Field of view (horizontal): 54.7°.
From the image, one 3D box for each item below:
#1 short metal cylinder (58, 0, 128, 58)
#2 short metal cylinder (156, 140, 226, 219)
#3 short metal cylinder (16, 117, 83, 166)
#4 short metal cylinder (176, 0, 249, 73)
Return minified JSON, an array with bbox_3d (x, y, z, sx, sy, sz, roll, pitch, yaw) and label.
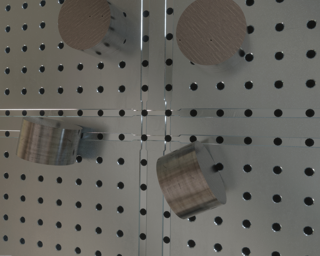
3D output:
[{"bbox_3d":[-0.092,-0.143,0.431,0.080,0.050,0.079,0,90,19],"label":"short metal cylinder"},{"bbox_3d":[0.038,0.061,0.369,0.050,0.080,0.080,-27,82,18],"label":"short metal cylinder"},{"bbox_3d":[-0.155,0.017,0.436,0.080,0.080,0.050,14,95,19],"label":"short metal cylinder"},{"bbox_3d":[0.065,-0.111,0.376,0.080,0.050,0.079,0,90,19],"label":"short metal cylinder"}]
